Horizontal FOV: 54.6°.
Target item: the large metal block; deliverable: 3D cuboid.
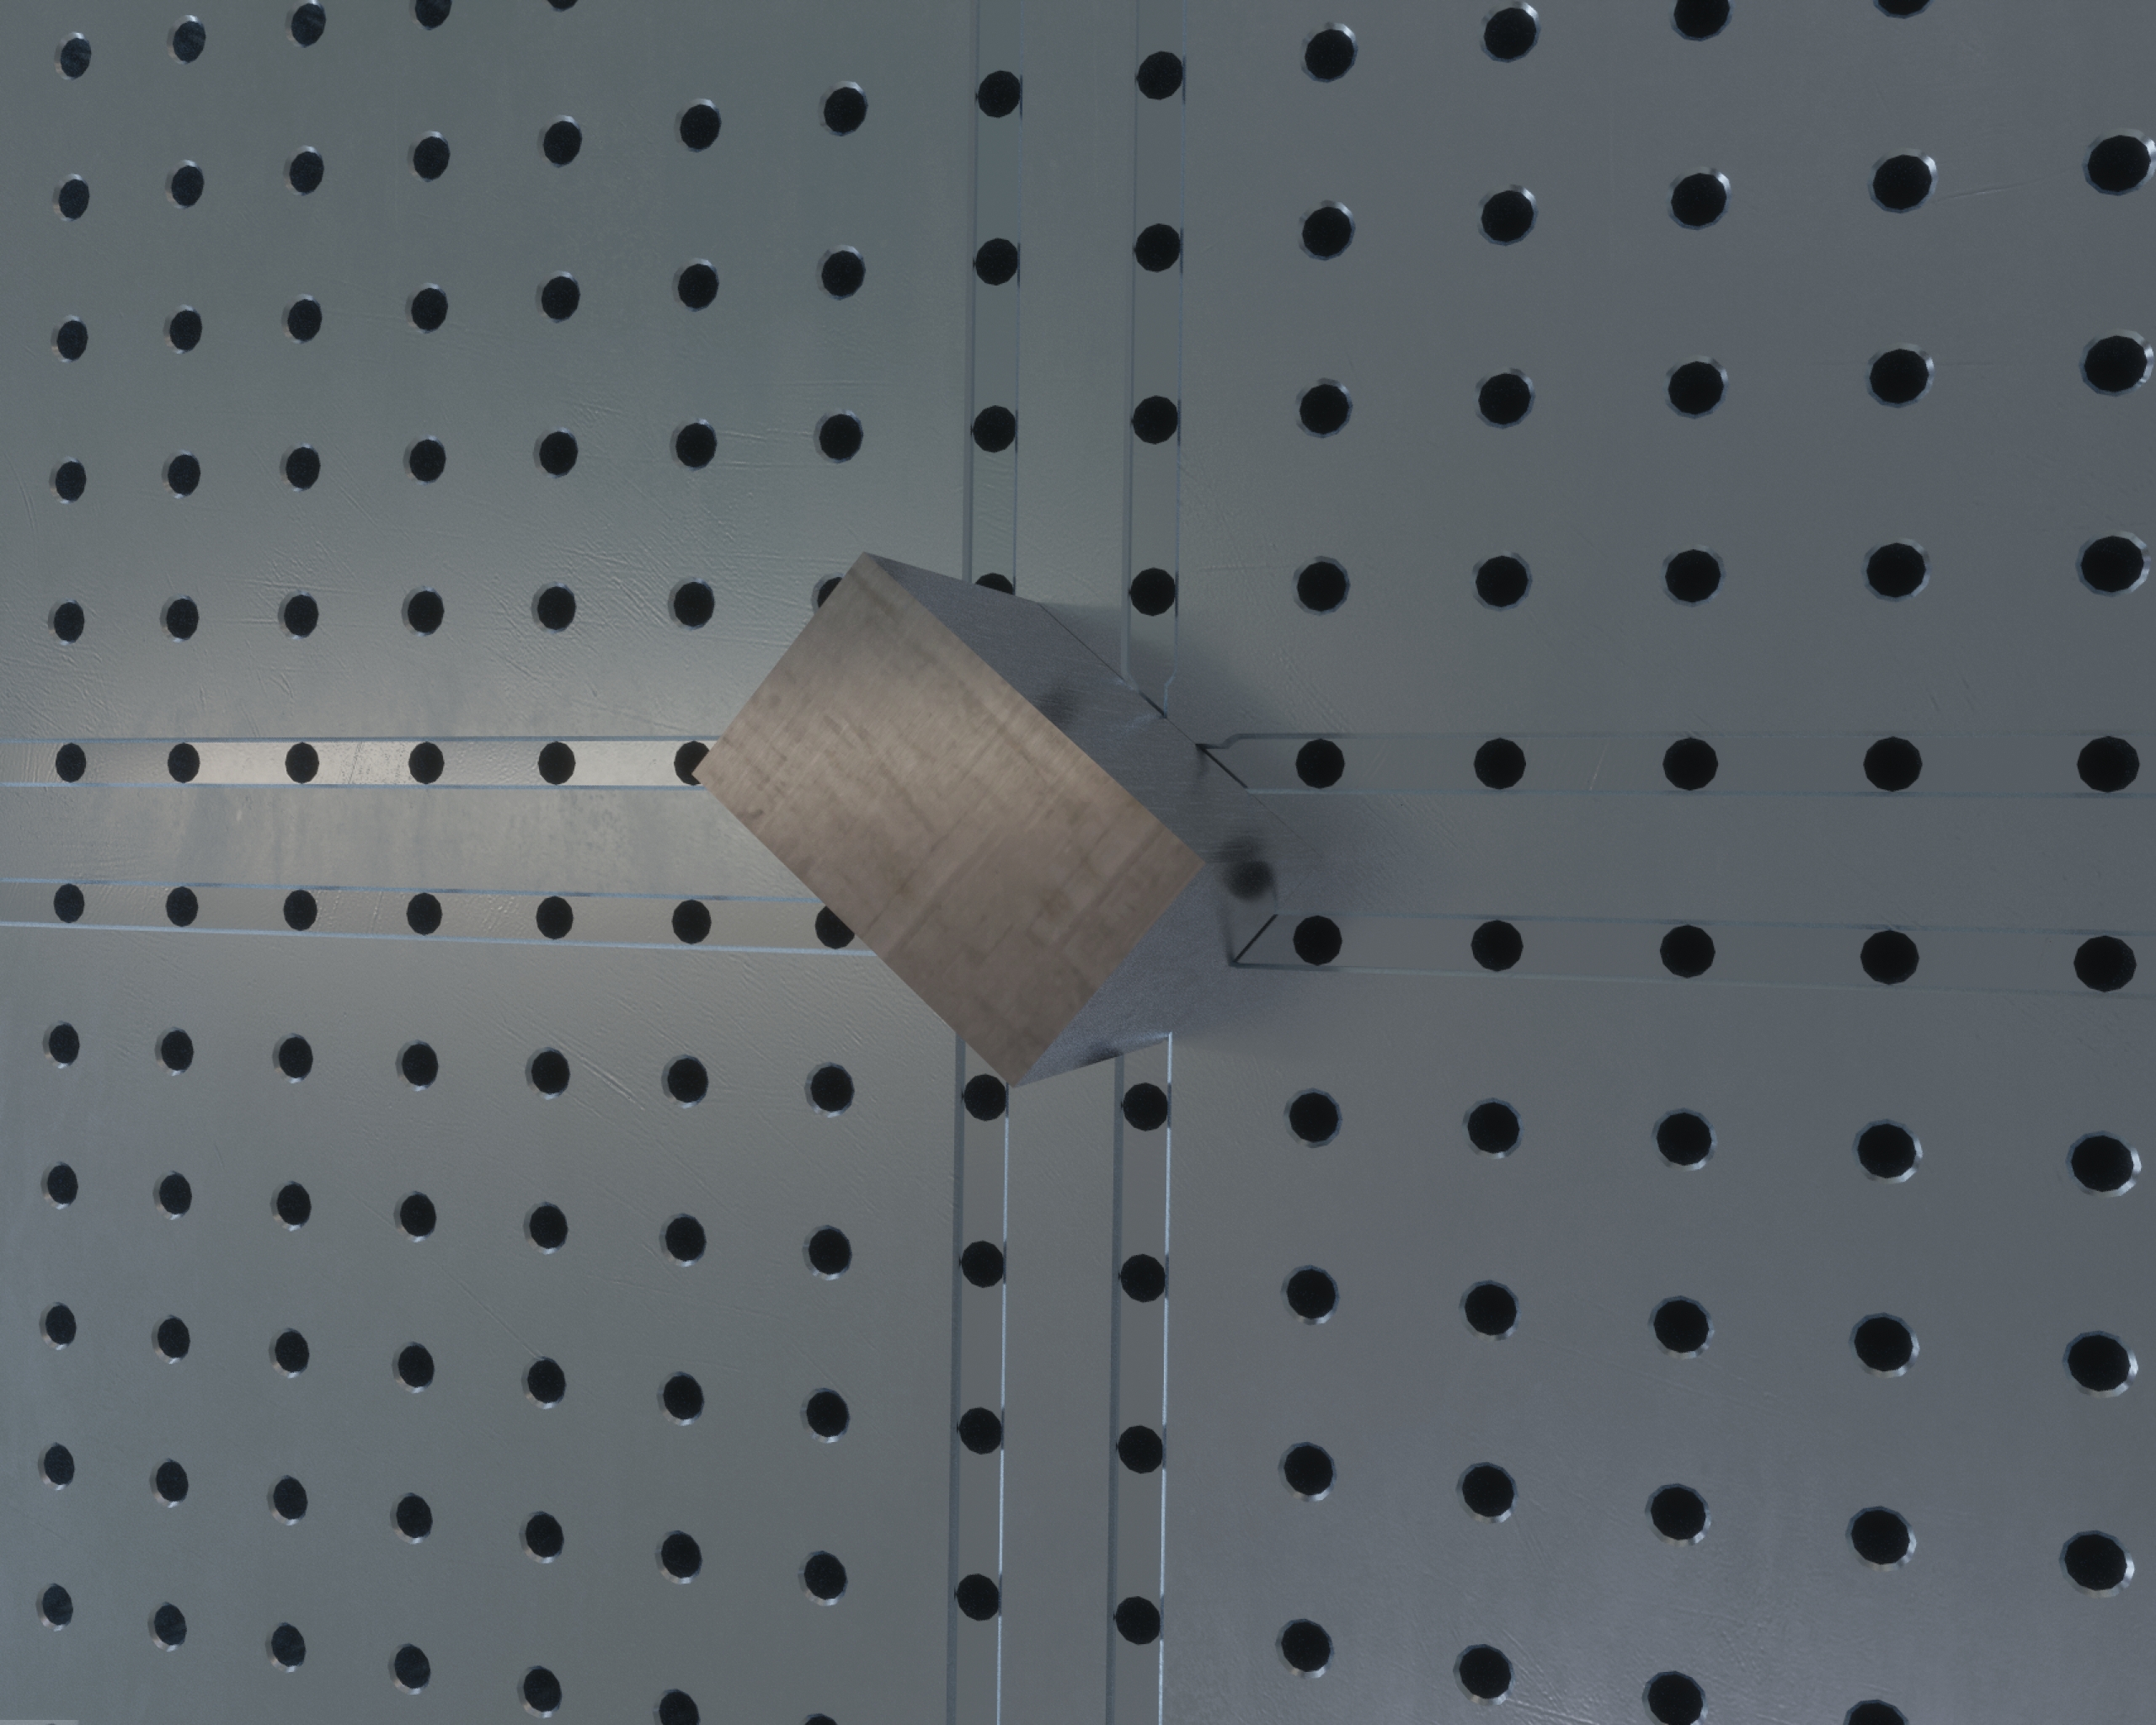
[{"bbox_3d":[-0.010,-0.008,0.387,0.080,0.080,0.050,43,104,14],"label":"large metal block"}]
